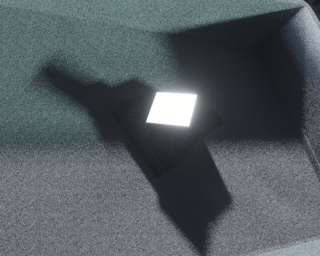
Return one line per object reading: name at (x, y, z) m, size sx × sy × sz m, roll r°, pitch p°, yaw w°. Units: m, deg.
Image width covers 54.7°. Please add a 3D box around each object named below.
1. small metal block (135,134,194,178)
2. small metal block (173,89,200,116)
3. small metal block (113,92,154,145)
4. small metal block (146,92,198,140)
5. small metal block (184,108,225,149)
small metal block at (0.006, 0.027, 0.392) m, size 0.050 × 0.025 × 0.050 m, roll -28°, pitch 77°, yaw -38°
small metal block at (0.022, -0.020, 0.429) m, size 0.050 × 0.025 × 0.050 m, roll -28°, pitch 77°, yaw -38°
small metal block at (-0.023, -0.013, 0.401) m, size 0.050 × 0.025 × 0.050 m, roll -28°, pitch 77°, yaw -38°
small metal block at (0.016, -0.015, 0.375) m, size 0.050 × 0.025 × 0.050 m, roll 6°, pitch 51°, yaw 15°
small metal block at (0.050, 0.005, 0.413) m, size 0.050 × 0.050 × 0.025 m, roll -32°, pitch 80°, yaw -39°
